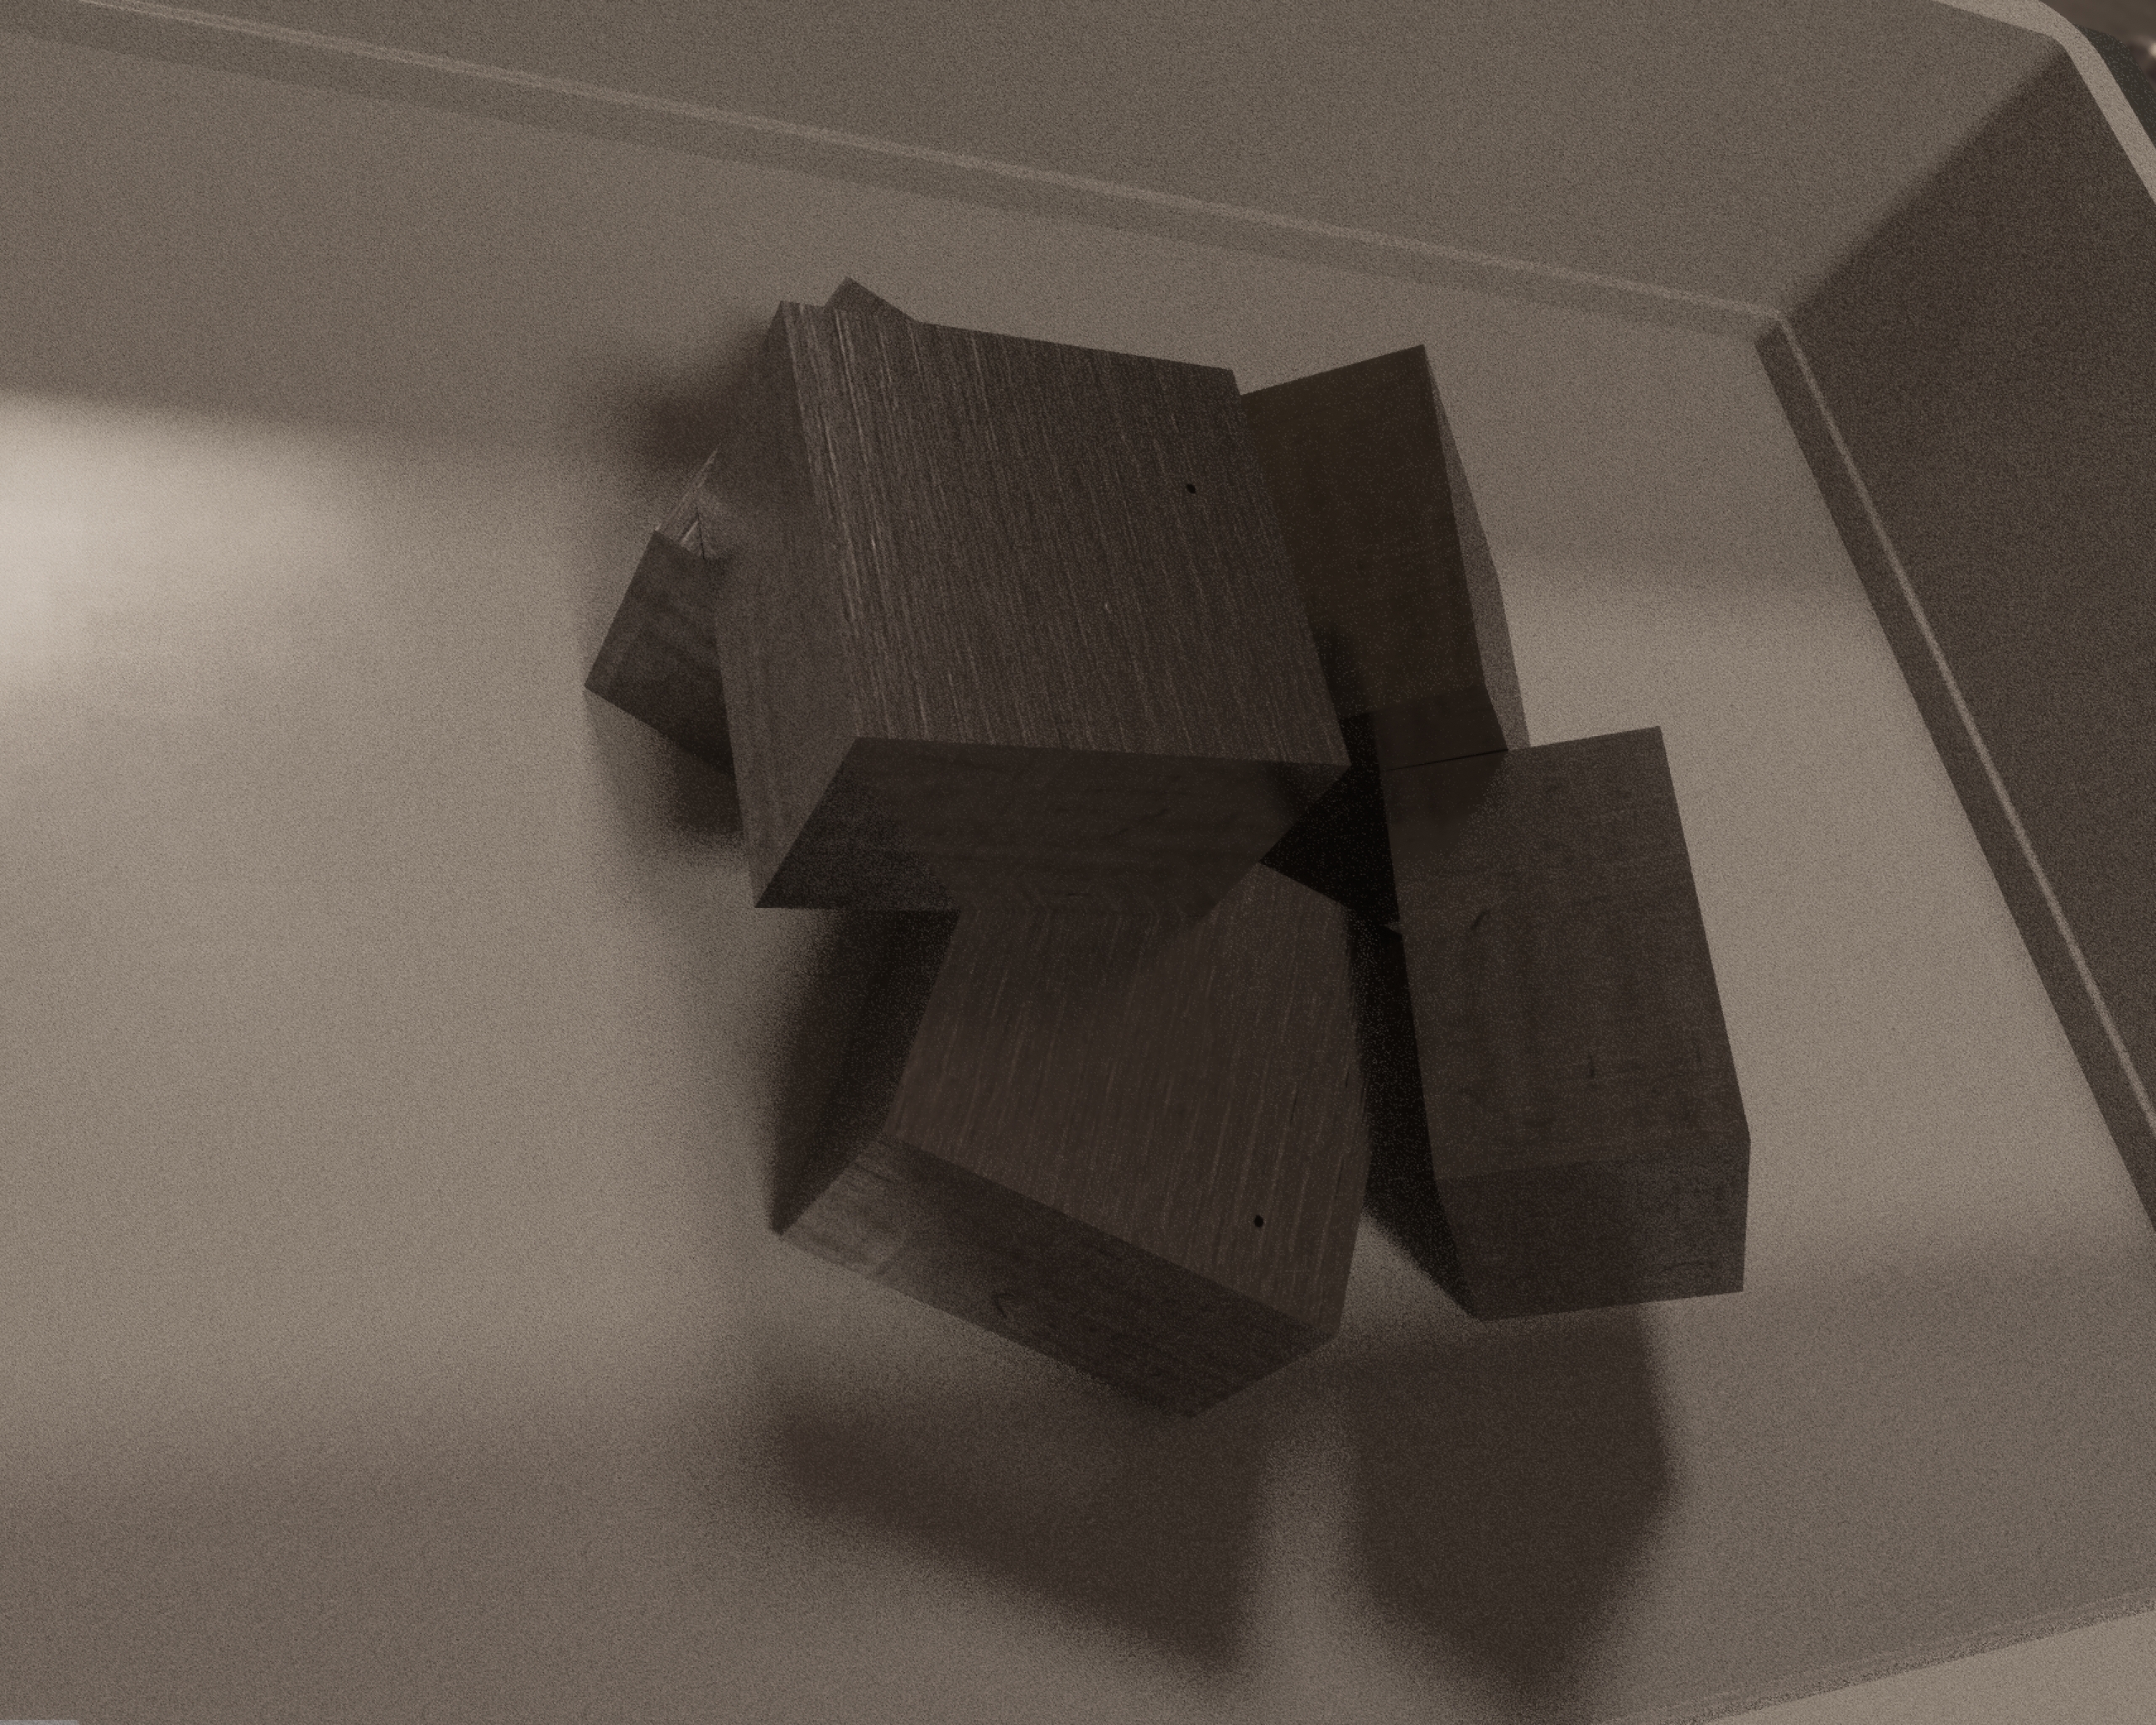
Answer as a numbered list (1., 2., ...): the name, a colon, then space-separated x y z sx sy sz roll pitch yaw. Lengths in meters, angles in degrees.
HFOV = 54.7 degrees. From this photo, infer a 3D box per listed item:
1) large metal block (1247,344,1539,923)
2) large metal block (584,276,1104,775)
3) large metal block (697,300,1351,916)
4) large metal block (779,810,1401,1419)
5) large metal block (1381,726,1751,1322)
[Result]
1. large metal block: 0.059 -0.042 0.419 0.080 0.050 0.080 53 29 -55
2. large metal block: -0.035 -0.053 0.403 0.080 0.050 0.080 32 51 -8
3. large metal block: -0.012 -0.039 0.340 0.081 0.050 0.080 2 60 -26
4. large metal block: 0.005 0.039 0.364 0.080 0.050 0.080 27 52 -12
5. large metal block: 0.091 0.033 0.391 0.050 0.080 0.080 -9 59 11
